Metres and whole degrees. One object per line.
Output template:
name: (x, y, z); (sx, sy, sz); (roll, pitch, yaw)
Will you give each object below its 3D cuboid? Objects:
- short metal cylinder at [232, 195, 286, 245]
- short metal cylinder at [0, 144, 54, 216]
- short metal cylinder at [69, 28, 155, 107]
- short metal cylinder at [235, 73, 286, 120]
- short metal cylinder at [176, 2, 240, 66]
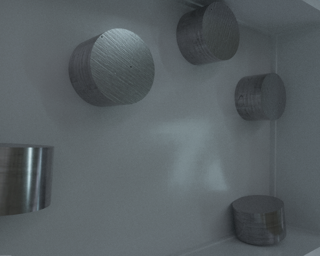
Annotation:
short metal cylinder: (0.162, 0.148, 0.507); (0.081, 0.080, 0.050); (-12, 98, -39)
short metal cylinder: (-0.133, 0.039, 0.260); (0.081, 0.080, 0.050); (5, 87, -40)
short metal cylinder: (-0.053, -0.065, 0.346); (0.081, 0.050, 0.080); (0, 90, -40)
short metal cylinder: (0.175, -0.053, 0.536); (0.081, 0.050, 0.080); (0, 90, -40)
short metal cylinder: (0.070, -0.134, 0.449); (0.081, 0.050, 0.080); (0, 90, -40)
